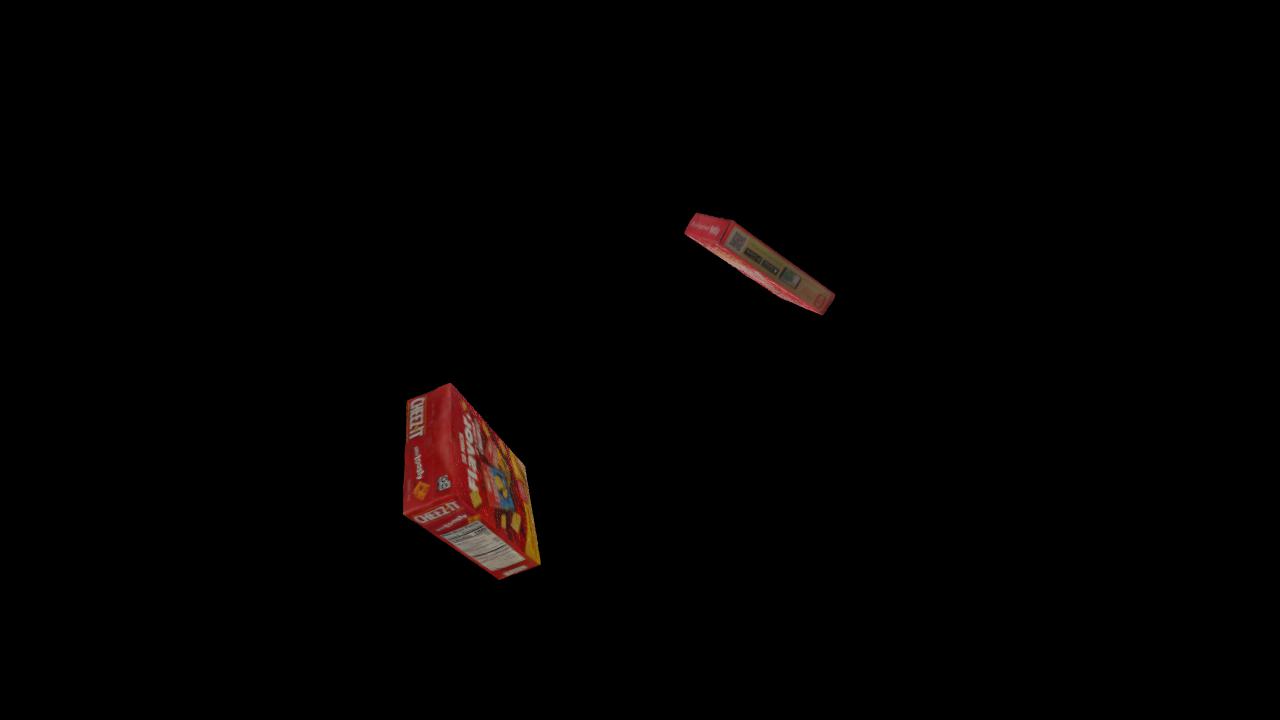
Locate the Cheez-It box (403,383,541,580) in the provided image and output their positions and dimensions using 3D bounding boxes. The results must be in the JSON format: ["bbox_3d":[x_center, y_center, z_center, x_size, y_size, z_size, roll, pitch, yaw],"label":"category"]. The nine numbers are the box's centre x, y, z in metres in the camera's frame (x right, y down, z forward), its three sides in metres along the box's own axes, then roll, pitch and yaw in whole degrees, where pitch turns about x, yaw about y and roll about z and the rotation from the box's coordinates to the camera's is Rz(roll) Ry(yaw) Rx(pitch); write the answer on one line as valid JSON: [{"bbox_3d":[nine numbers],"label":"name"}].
[{"bbox_3d":[-0.211,0.161,0.786,0.071,0.166,0.223,-22,-41,3],"label":"Cheez-It box"}]

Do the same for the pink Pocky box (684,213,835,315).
[{"bbox_3d":[0.126,-0.102,0.651,0.155,0.029,0.084,28,6,-27],"label":"pink Pocky box"}]
